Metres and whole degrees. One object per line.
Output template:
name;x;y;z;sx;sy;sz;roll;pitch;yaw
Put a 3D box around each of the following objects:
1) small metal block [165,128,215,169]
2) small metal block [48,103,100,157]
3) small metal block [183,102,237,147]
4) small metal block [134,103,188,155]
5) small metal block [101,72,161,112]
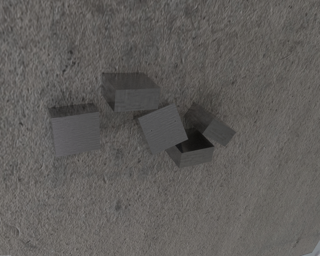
small metal block;0.039;0.026;0.428;0.050;0.050;0.025;-9;124;-24
small metal block;-0.097;0.002;0.355;0.050;0.025;0.050;-10;123;-23
small metal block;0.068;-0.005;0.424;0.050;0.050;0.025;27;104;-37
small metal block;0.001;0.000;0.395;0.050;0.025;0.050;-24;101;-14
small metal block;-0.034;-0.041;0.346;0.050;0.050;0.025;-6;121;-25
